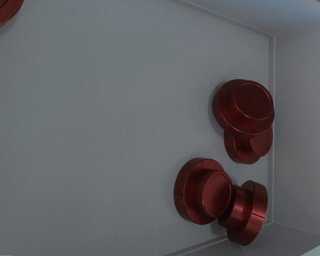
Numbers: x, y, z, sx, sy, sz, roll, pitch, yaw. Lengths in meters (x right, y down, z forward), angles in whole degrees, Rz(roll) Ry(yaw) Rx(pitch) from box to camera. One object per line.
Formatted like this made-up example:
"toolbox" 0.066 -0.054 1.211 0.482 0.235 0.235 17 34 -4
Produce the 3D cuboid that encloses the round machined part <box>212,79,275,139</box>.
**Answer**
"round machined part" 0.135 -0.035 0.482 0.099 0.042 0.098 6 65 -13

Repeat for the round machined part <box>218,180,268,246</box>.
"round machined part" 0.123 0.126 0.478 0.042 0.098 0.098 22 73 0

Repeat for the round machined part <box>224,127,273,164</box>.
"round machined part" 0.157 0.014 0.530 0.099 0.042 0.097 0 90 -40

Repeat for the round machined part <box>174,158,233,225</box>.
"round machined part" 0.070 0.094 0.457 0.099 0.042 0.097 0 90 -40

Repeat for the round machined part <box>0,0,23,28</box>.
"round machined part" -0.168 -0.125 0.255 0.099 0.042 0.097 0 90 -40
